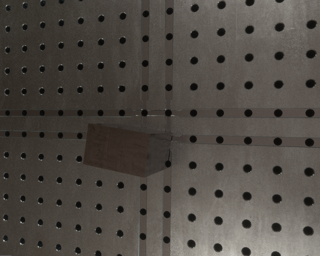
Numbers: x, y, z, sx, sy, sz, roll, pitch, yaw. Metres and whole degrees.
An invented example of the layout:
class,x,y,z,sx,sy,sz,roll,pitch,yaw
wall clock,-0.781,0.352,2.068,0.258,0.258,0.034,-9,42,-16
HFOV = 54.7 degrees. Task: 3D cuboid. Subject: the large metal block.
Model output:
class,x,y,z,sx,sy,sz,roll,pitch,yaw
large metal block,-0.038,0.025,0.396,0.080,0.080,0.050,9,93,19
